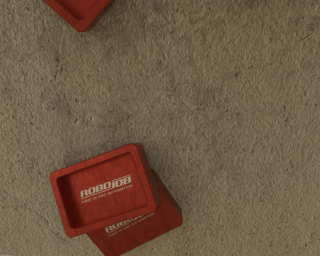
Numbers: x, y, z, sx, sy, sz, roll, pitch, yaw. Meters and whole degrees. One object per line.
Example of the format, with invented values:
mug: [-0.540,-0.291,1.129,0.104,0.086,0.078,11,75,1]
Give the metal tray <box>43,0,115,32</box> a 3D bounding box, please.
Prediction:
metal tray: [-0.105,-0.182,0.338,0.130,0.030,0.090,41,105,-14]

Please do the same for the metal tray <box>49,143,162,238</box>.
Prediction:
metal tray: [-0.073,0.082,0.412,0.130,0.030,0.090,-21,83,11]

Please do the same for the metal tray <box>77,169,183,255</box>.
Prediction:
metal tray: [-0.044,0.128,0.454,0.130,0.030,0.090,-30,108,10]
